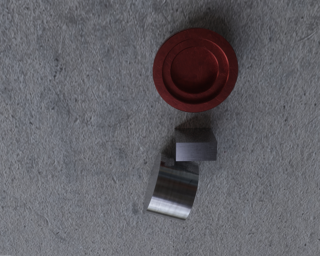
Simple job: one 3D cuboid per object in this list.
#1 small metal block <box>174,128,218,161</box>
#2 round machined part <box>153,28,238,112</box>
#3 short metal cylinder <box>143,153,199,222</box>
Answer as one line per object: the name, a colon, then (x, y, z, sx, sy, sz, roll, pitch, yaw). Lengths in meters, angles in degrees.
small metal block: (0.045, 0.021, 0.405, 0.050, 0.050, 0.025, 0, 110, 0)
round machined part: (0.041, -0.071, 0.375, 0.099, 0.042, 0.097, 0, 110, 0)
short metal cylinder: (0.014, 0.078, 0.409, 0.050, 0.080, 0.079, 16, 109, -6)
